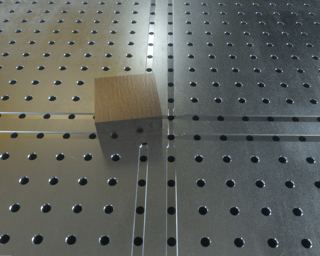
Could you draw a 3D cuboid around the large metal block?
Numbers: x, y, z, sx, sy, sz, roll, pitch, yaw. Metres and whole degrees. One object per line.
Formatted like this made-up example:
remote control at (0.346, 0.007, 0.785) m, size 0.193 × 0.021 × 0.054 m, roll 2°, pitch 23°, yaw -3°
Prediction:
large metal block at (-0.042, -0.025, 0.412) m, size 0.080 × 0.050 × 0.080 m, roll -6°, pitch 50°, yaw -5°
